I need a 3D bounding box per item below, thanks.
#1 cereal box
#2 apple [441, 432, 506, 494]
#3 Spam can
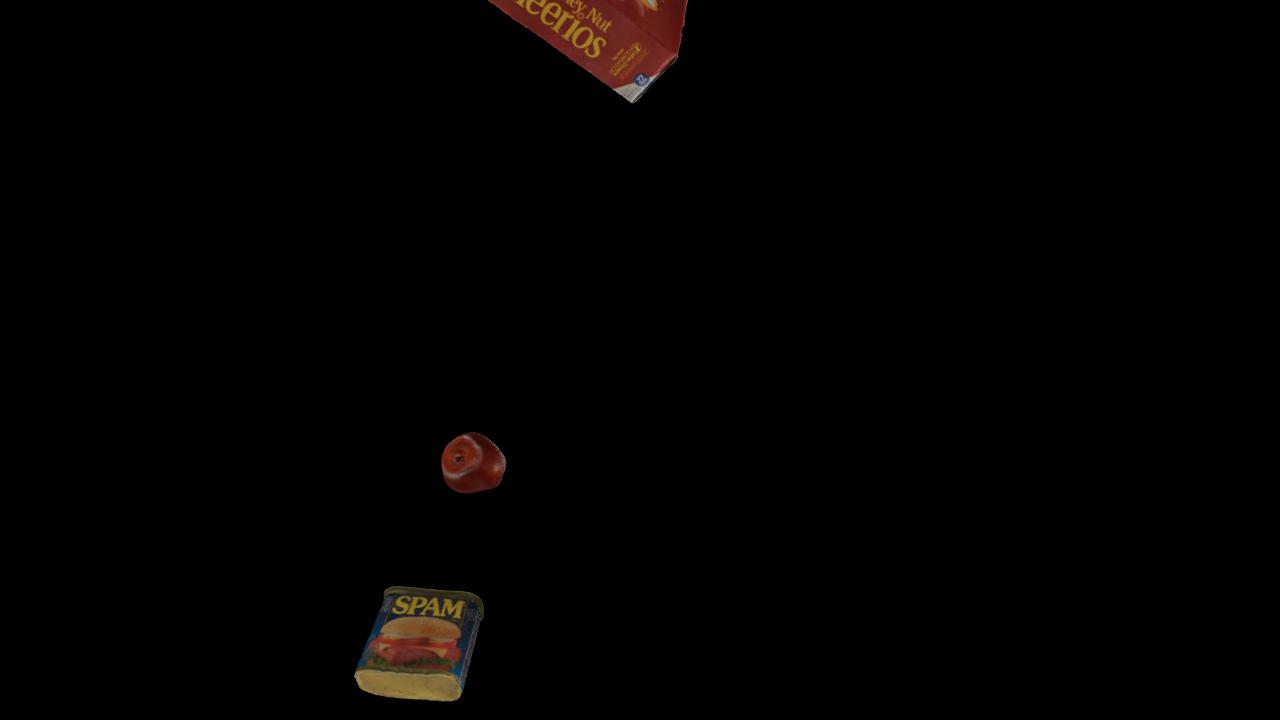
[{"bbox_3d":[-0.091,-0.382,0.506,0.306,0.203,0.081,24,-30,-30],"label":"cereal box"},{"bbox_3d":[-0.218,0.138,0.808,0.079,0.079,0.093,0,-22,17],"label":"apple"},{"bbox_3d":[-0.213,0.277,0.601,0.101,0.058,0.085,5,37,-1],"label":"Spam can"}]
